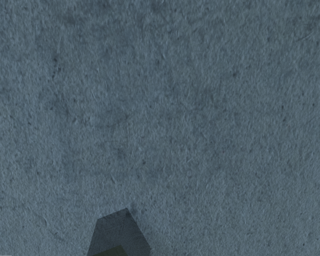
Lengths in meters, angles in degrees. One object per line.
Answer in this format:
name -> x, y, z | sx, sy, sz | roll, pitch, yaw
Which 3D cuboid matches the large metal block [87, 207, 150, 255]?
large metal block -> -0.056, 0.177, 0.445 | 0.050, 0.080, 0.080 | -24, 109, 8
